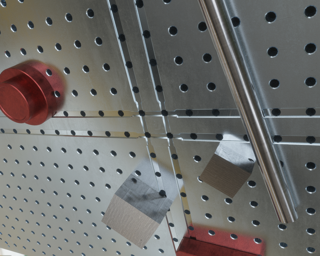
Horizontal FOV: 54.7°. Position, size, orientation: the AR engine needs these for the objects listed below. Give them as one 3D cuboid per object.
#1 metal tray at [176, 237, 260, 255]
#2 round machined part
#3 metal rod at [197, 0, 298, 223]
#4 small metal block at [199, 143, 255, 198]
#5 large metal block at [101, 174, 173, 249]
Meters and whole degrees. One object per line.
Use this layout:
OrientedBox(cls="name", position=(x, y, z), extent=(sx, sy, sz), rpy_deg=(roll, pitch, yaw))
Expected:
OrientedBox(cls="metal tray", position=(0.096, 0.233, 0.500), extent=(0.130, 0.030, 0.089), rpy_deg=(5, 121, 25))
OrientedBox(cls="round machined part", position=(-0.215, -0.046, 0.482), extent=(0.098, 0.042, 0.097), rpy_deg=(13, 124, 20))
OrientedBox(cls="metal rod", position=(0.103, -0.016, 0.346), extent=(0.025, 0.025, 0.299), rpy_deg=(-13, 112, 33))
OrientedBox(cls="small metal block", position=(0.085, 0.055, 0.400), extent=(0.050, 0.025, 0.050), rpy_deg=(30, 128, 8))
OrientedBox(cls="large metal block", position=(-0.038, 0.134, 0.496), extent=(0.080, 0.050, 0.079), rpy_deg=(32, 128, 6))
